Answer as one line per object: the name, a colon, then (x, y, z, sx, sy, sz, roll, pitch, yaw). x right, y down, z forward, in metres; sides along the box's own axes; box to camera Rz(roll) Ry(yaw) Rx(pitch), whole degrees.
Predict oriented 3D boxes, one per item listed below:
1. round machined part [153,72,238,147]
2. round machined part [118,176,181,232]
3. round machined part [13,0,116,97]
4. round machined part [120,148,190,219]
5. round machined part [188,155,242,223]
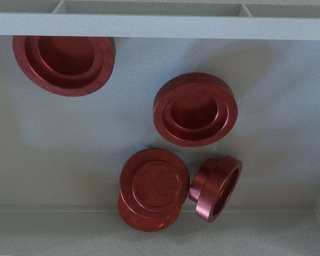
round machined part: (0.041, -0.026, 0.377, 0.099, 0.042, 0.097, -1, 130, 0)
round machined part: (-0.016, 0.120, 0.478, 0.099, 0.042, 0.097, -1, 107, -2)
round machined part: (-0.096, -0.084, 0.325, 0.099, 0.042, 0.097, -1, 130, 0)
round machined part: (-0.006, 0.077, 0.428, 0.099, 0.042, 0.097, 0, 88, -10)
round machined part: (0.076, 0.083, 0.446, 0.042, 0.099, 0.097, 27, 136, 26)
